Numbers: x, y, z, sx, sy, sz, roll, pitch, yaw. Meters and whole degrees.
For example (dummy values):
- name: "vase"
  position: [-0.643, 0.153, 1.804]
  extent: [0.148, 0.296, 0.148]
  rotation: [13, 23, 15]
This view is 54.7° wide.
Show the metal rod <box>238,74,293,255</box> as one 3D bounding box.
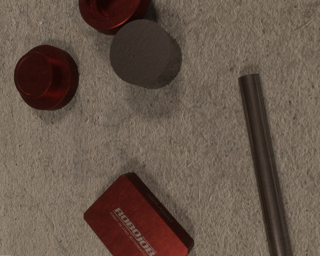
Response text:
- name: "metal rod"
  position: [0.130, 0.085, 0.362]
  extent: [0.025, 0.025, 0.298]
  rotation: [-11, 87, 19]

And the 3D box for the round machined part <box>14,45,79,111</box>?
- name: "round machined part"
  position: [-0.175, -0.075, 0.460]
  extent: [0.098, 0.042, 0.097]
  rotation: [0, 90, 19]

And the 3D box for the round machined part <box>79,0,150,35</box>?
- name: "round machined part"
  position: [-0.056, -0.171, 0.414]
  extent: [0.098, 0.042, 0.097]
  rotation: [-3, 82, 23]

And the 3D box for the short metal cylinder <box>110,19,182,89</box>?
- name: "short metal cylinder"
  position: [-0.017, -0.093, 0.401]
  extent: [0.080, 0.050, 0.079]
  rotation: [0, 90, 19]

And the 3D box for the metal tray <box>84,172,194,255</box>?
- name: "metal tray"
  position: [-0.030, 0.136, 0.416]
  extent: [0.090, 0.030, 0.130]
  rotation: [-46, 76, 14]
